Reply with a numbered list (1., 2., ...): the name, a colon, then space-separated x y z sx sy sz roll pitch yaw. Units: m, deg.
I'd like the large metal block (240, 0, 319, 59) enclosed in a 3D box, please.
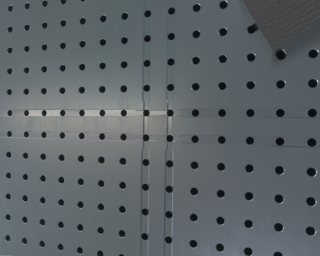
1. large metal block: 0.144 -0.138 0.348 0.080 0.050 0.080 -30 81 17
